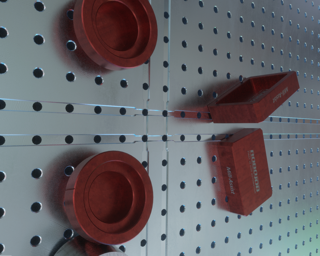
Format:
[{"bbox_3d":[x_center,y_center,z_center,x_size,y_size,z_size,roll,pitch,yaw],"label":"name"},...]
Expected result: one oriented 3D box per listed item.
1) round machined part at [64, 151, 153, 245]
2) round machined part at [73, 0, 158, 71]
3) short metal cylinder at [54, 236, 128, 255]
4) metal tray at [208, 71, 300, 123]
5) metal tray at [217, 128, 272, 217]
[{"bbox_3d":[-0.059,0.076,0.342,0.099,0.042,0.098,13,70,-38],"label":"round machined part"},{"bbox_3d":[-0.053,-0.114,0.355,0.099,0.042,0.097,0,90,-40],"label":"round machined part"},{"bbox_3d":[-0.072,0.160,0.329,0.081,0.050,0.079,-7,101,-38],"label":"short metal cylinder"},{"bbox_3d":[0.151,-0.050,0.496,0.131,0.090,0.030,-34,112,-35],"label":"metal tray"},{"bbox_3d":[0.149,0.073,0.534,0.091,0.030,0.129,-21,104,-38],"label":"metal tray"}]
